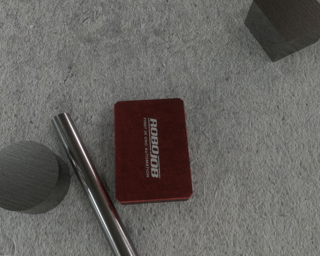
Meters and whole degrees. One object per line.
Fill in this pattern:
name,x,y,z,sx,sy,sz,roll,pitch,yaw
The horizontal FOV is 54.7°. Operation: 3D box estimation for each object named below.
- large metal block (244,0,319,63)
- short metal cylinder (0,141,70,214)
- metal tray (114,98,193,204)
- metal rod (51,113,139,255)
large metal block,0.185,-0.156,0.454,0.080,0.050,0.080,-26,72,-9
short metal cylinder,-0.155,0.061,0.371,0.081,0.050,0.080,0,70,0
metal tray,-0.010,0.028,0.395,0.091,0.030,0.129,-3,70,-2
metal rod,-0.059,0.110,0.367,0.025,0.025,0.299,-27,73,-10
